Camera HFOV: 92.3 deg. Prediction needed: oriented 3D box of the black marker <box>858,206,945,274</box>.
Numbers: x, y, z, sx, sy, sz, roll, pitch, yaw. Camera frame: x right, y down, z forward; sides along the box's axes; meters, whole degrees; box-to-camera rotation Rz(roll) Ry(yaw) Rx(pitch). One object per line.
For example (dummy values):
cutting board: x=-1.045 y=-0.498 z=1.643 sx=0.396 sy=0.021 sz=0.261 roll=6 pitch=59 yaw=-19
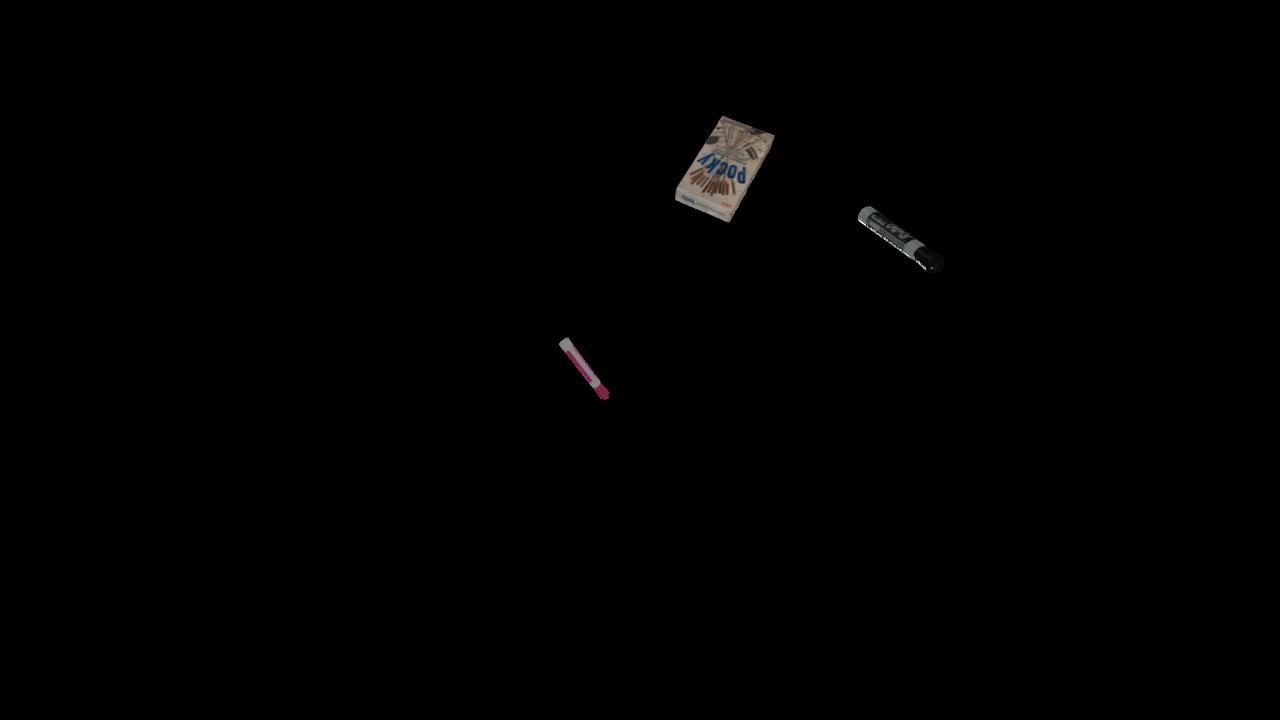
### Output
black marker: x=0.255 y=-0.119 z=0.603 sx=0.020 sy=0.020 sz=0.121 roll=0 pitch=35 yaw=-20

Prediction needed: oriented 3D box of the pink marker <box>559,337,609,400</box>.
pink marker: x=-0.087 y=0.016 z=0.987 sx=0.020 sy=0.121 sz=0.020 roll=-32 pitch=18 yaw=12

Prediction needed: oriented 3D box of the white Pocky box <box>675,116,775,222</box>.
white Pocky box: x=0.117 y=-0.264 z=0.842 sx=0.084 sy=0.154 sz=0.028 roll=25 pitch=-24 yaw=10
